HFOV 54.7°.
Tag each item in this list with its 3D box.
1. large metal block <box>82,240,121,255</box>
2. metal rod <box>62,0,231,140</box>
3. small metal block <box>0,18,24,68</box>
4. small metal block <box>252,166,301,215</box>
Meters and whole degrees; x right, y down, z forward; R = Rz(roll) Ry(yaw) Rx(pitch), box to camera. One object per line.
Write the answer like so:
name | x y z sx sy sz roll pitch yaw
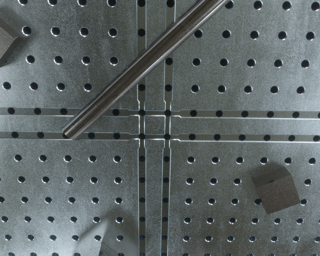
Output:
large metal block | -0.094 0.239 0.487 0.080 0.050 0.080 -40 106 13
metal rod | -0.009 -0.088 0.380 0.300 0.025 0.025 -40 106 13
small metal block | -0.204 -0.106 0.371 0.050 0.025 0.050 41 105 -14
small metal block | 0.169 0.091 0.449 0.050 0.025 0.050 -23 109 8
